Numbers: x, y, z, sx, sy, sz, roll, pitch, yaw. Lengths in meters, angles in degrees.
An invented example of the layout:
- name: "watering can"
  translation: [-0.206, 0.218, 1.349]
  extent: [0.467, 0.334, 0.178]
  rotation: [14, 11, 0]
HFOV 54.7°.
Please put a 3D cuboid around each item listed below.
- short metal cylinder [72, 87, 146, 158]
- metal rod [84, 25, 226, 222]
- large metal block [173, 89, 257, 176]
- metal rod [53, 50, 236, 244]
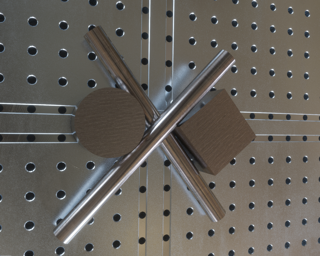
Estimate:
- name: "short metal cylinder"
  translation: [-0.063, -0.006, 0.372]
  extent: [0.081, 0.050, 0.079]
  rotation: [0, 90, -20]
- name: "metal rod"
  translation: [0.000, 0.003, 0.408]
  extent: [0.025, 0.025, 0.299]
  rotation: [-38, 102, -16]
- name: "large metal block"
  translation: [0.068, 0.005, 0.420]
  extent: [0.080, 0.050, 0.080]
  rotation: [-40, 103, -16]
- name: "metal rod"
  translation: [-0.015, 0.019, 0.381]
  extent: [0.025, 0.025, 0.300]
  rotation: [44, 84, -15]
